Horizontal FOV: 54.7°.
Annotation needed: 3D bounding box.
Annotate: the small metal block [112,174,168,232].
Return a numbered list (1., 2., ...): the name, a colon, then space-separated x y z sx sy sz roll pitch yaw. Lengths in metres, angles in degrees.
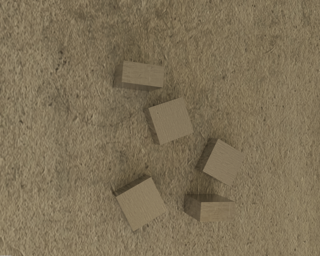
1. small metal block: -0.026 0.095 0.399 0.050 0.025 0.050 -28 99 -18

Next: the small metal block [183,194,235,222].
1. small metal block: 0.066 0.107 0.420 0.050 0.050 0.025 4 89 -20

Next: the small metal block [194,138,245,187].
1. small metal block: 0.085 0.048 0.440 0.050 0.025 0.050 30 80 -18

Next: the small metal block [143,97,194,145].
1. small metal block: 0.011 -0.010 0.413 0.050 0.025 0.050 -20 97 -19

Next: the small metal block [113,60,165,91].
1. small metal block: -0.028 -0.063 0.385 0.050 0.050 0.025 5 89 -20
